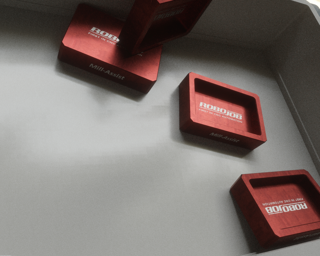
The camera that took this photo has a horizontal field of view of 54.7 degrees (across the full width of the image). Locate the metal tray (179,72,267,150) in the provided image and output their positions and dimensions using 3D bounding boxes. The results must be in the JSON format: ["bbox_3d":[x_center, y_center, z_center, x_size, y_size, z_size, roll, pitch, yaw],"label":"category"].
[{"bbox_3d":[0.094,-0.024,0.467,0.131,0.030,0.090,15,56,-20],"label":"metal tray"}]

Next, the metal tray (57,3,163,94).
[{"bbox_3d":[-0.064,-0.111,0.435,0.131,0.030,0.090,20,54,-17],"label":"metal tray"}]

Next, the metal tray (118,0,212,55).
[{"bbox_3d":[0.012,-0.156,0.426,0.131,0.090,0.030,-32,80,-38],"label":"metal tray"}]

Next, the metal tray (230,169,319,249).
[{"bbox_3d":[0.170,0.103,0.414,0.131,0.030,0.090,0,45,-27],"label":"metal tray"}]
